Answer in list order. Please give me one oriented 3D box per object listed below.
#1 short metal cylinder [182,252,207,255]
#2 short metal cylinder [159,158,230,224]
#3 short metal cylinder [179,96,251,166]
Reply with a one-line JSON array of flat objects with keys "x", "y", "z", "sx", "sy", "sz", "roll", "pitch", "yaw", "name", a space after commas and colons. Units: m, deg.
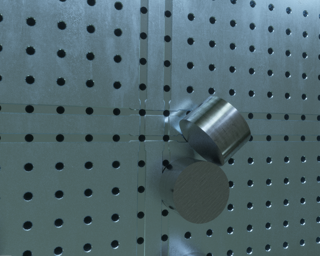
[{"x": 0.055, "y": 0.219, "z": 0.421, "sx": 0.081, "sy": 0.050, "sz": 0.079, "roll": 0, "pitch": 90, "yaw": -21, "name": "short metal cylinder"}, {"x": 0.045, "y": 0.082, "z": 0.418, "sx": 0.081, "sy": 0.050, "sz": 0.079, "roll": 0, "pitch": 90, "yaw": -20, "name": "short metal cylinder"}, {"x": 0.072, "y": 0.004, "z": 0.411, "sx": 0.050, "sy": 0.080, "sz": 0.080, "roll": -41, "pitch": 103, "yaw": -16, "name": "short metal cylinder"}]
